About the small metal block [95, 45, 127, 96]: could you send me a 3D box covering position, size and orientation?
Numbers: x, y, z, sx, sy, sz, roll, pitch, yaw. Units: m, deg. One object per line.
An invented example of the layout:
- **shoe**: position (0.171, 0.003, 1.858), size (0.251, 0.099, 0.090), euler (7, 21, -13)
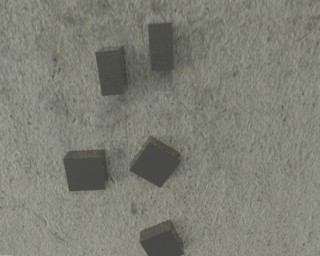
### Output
- **small metal block**: position (-0.056, -0.070, 0.370), size (0.025, 0.050, 0.050), euler (-5, 110, 1)

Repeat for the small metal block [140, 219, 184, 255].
- **small metal block**: position (0.003, 0.176, 0.475), size (0.050, 0.025, 0.050), euler (-24, 109, 8)

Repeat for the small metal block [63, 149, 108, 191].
- **small metal block**: position (-0.102, 0.059, 0.430), size (0.050, 0.025, 0.050), euler (-3, 110, 0)

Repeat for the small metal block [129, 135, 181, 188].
- **small metal block**: position (-0.007, 0.046, 0.427), size (0.050, 0.025, 0.050), euler (32, 107, -12)

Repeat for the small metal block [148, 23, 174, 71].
- **small metal block**: position (0.001, -0.096, 0.361), size (0.025, 0.050, 0.050), euler (-4, 110, 1)
